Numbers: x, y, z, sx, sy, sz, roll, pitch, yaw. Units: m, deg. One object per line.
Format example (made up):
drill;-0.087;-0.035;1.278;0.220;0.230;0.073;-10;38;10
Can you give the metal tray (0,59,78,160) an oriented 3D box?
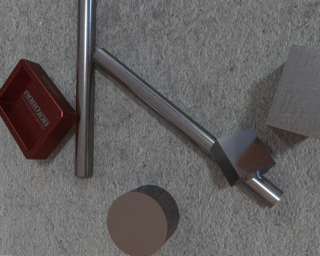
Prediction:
metal tray;-0.186;-0.028;0.455;0.090;0.030;0.130;-49;65;15

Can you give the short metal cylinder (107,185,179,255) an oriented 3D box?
short metal cylinder;-0.021;0.118;0.402;0.080;0.050;0.079;0;90;19

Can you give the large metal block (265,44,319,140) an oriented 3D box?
large metal block;0.150;-0.034;0.327;0.050;0.080;0.080;18;96;19

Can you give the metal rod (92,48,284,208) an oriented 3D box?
metal rod;0.025;-0.009;0.399;0.300;0.025;0.025;40;103;15

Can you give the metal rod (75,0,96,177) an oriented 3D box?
metal rod;-0.107;-0.081;0.445;0.025;0.025;0.298;1;90;19

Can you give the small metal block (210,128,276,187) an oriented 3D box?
small metal block;0.094;0.033;0.355;0.050;0.025;0.050;-15;61;-22
